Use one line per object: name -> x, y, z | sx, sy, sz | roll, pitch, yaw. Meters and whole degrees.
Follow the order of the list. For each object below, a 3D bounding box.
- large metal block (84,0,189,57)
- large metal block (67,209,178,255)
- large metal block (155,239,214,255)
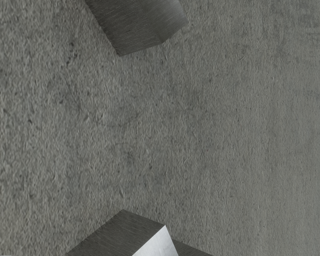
large metal block -> -0.028, -0.133, 0.345 | 0.050, 0.080, 0.080 | -46, 118, -30
large metal block -> -0.039, 0.141, 0.336 | 0.081, 0.080, 0.050 | -33, 111, -35
large metal block -> 0.011, 0.184, 0.379 | 0.081, 0.080, 0.050 | -12, 98, -39
